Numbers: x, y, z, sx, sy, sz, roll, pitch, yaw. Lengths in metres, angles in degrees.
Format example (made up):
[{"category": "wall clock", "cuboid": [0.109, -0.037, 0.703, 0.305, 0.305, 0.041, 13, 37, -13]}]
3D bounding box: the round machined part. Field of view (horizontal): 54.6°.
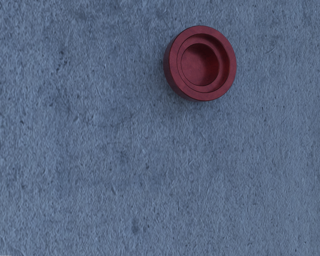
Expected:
[{"category": "round machined part", "cuboid": [0.050, -0.083, 0.418, 0.099, 0.042, 0.097, 0, 90, -20]}]
